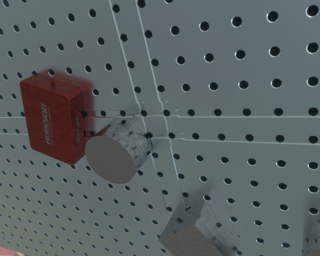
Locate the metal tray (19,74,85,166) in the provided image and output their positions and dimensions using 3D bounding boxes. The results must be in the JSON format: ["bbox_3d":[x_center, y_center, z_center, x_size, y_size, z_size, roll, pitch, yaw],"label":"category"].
[{"bbox_3d":[-0.167,-0.011,0.489,0.090,0.030,0.129,19,126,17],"label":"metal tray"}]

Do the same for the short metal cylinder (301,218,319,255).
[{"bbox_3d":[0.217,0.156,0.377,0.080,0.050,0.079,13,124,21],"label":"short metal cylinder"}]

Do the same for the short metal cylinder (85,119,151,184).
[{"bbox_3d":[-0.060,0.033,0.447,0.080,0.050,0.079,13,124,21],"label":"short metal cylinder"}]

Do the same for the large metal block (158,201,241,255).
[{"bbox_3d":[0.060,0.168,0.468,0.080,0.050,0.080,48,129,-6],"label":"large metal block"}]
